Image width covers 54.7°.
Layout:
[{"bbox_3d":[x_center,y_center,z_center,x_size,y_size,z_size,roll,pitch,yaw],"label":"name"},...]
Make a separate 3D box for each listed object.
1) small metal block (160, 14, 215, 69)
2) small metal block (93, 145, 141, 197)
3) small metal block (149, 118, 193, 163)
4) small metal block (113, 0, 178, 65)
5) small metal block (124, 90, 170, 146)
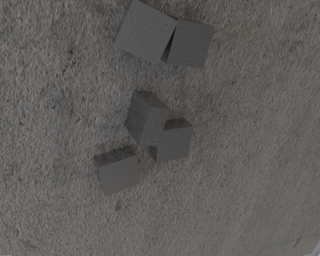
[{"bbox_3d":[0.030,-0.100,0.361,0.050,0.025,0.050,1,118,-29],"label":"small metal block"},{"bbox_3d":[-0.056,0.056,0.411,0.050,0.025,0.050,-18,126,-18],"label":"small metal block"},{"bbox_3d":[0.014,0.017,0.425,0.050,0.025,0.050,-9,123,-24],"label":"small metal block"},{"bbox_3d":[-0.017,-0.102,0.327,0.050,0.025,0.050,21,108,-20],"label":"small metal block"},{"bbox_3d":[-0.017,-0.012,0.373,0.025,0.050,0.050,4,117,-30],"label":"small metal block"}]
